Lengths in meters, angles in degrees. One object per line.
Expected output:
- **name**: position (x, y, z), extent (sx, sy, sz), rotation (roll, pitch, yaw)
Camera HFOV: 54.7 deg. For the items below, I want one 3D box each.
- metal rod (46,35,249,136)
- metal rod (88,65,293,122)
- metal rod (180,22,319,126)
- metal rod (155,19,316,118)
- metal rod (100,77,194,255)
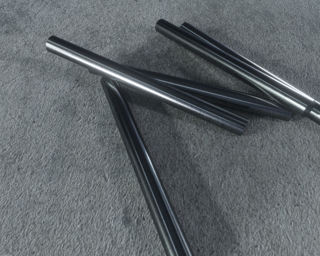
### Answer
- **metal rod**: position (-0.025, -0.062, 0.430), extent (0.301, 0.025, 0.025), rotation (25, 54, 10)
- **metal rod**: position (0.036, -0.059, 0.452), extent (0.301, 0.025, 0.025), rotation (15, 52, 12)
- **metal rod**: position (0.139, -0.089, 0.478), extent (0.025, 0.025, 0.300), rotation (-33, 58, -25)
- **metal rod**: position (0.093, -0.104, 0.471), extent (0.025, 0.025, 0.300), rotation (-31, 51, -23)
- **metal rod**: position (-0.023, 0.036, 0.372), extent (0.025, 0.025, 0.300), rotation (-16, 52, -13)
